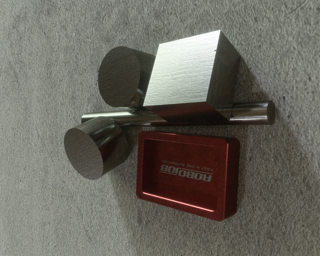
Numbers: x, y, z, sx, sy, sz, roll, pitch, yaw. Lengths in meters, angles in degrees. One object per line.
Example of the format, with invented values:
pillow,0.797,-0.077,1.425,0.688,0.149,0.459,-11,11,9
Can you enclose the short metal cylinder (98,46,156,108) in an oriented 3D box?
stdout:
short metal cylinder,-0.039,-0.066,0.422,0.080,0.050,0.080,0,89,40

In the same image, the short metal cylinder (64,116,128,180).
short metal cylinder,-0.093,0.028,0.451,0.080,0.050,0.079,18,121,32

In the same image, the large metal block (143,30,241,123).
large metal block,0.036,-0.053,0.344,0.080,0.050,0.080,-1,68,40

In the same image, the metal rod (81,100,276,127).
metal rod,-0.002,-0.014,0.410,0.300,0.025,0.025,-1,90,40

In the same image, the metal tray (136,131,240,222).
metal tray,0.029,0.052,0.378,0.130,0.030,0.089,5,93,39
